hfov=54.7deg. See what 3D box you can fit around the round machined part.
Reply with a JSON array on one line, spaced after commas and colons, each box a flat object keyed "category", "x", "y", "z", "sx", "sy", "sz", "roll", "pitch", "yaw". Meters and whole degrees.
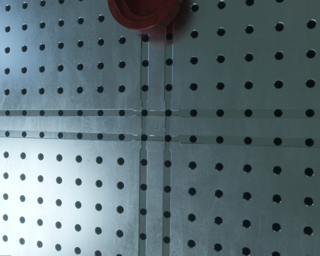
[{"category": "round machined part", "x": -0.016, "y": -0.172, "z": 0.408, "sx": 0.098, "sy": 0.042, "sz": 0.097, "roll": 0, "pitch": 90, "yaw": 19}]
